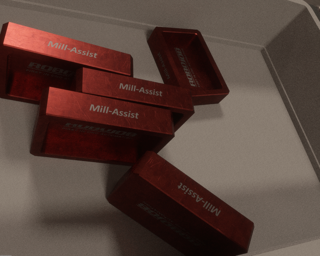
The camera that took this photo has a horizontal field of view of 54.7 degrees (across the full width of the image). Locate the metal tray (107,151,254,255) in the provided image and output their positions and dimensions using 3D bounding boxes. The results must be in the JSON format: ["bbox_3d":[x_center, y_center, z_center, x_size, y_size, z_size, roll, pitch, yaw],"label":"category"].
[{"bbox_3d":[0.017,0.087,0.321,0.130,0.090,0.030,36,51,-5],"label":"metal tray"}]

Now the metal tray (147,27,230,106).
[{"bbox_3d":[0.044,-0.098,0.487,0.091,0.030,0.130,-7,65,-32],"label":"metal tray"}]

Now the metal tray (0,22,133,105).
[{"bbox_3d":[-0.105,-0.057,0.342,0.131,0.090,0.030,10,58,-23],"label":"metal tray"}]

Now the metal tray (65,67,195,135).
[{"bbox_3d":[-0.038,-0.019,0.355,0.131,0.090,0.030,8,59,-25],"label":"metal tray"}]

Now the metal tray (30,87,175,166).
[{"bbox_3d":[-0.062,0.005,0.328,0.131,0.090,0.030,9,58,-24],"label":"metal tray"}]
